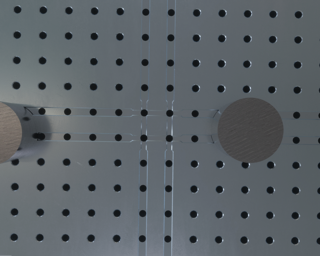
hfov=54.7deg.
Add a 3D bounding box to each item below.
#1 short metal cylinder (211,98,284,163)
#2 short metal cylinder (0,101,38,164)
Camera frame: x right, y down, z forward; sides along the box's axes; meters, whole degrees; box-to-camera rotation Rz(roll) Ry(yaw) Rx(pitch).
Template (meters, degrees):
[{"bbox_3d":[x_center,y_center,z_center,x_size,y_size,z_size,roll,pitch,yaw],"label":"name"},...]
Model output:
[{"bbox_3d":[0.110,0.003,0.402,0.081,0.050,0.079,0,90,0],"label":"short metal cylinder"},{"bbox_3d":[-0.207,0.006,0.399,0.081,0.050,0.079,0,90,0],"label":"short metal cylinder"}]
